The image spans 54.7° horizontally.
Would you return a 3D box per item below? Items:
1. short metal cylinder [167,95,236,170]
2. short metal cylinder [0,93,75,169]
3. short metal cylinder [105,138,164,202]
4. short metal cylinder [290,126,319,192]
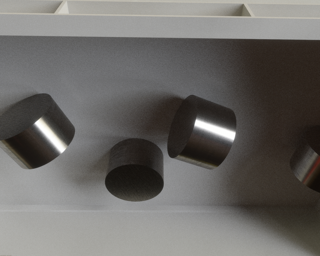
[{"bbox_3d":[0.049,0.005,0.378,0.050,0.080,0.079,19,128,-16],"label":"short metal cylinder"},{"bbox_3d":[-0.152,0.003,0.374,0.080,0.080,0.050,-17,128,14],"label":"short metal cylinder"},{"bbox_3d":[-0.035,0.061,0.444,0.081,0.050,0.079,0,130,0],"label":"short metal cylinder"},{"bbox_3d":[0.222,0.042,0.410,0.081,0.080,0.050,6,130,-6],"label":"short metal cylinder"}]
